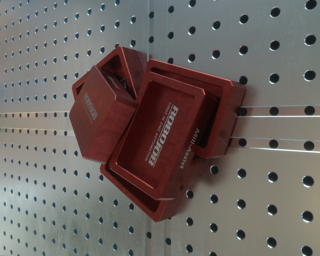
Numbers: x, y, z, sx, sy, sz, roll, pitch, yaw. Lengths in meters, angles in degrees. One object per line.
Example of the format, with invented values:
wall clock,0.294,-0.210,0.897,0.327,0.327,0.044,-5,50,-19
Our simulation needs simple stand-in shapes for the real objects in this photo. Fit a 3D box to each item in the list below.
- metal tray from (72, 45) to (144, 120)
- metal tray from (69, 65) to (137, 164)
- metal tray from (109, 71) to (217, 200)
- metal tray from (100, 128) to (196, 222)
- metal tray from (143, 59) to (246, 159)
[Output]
metal tray,-0.078,-0.052,0.472,0.130,0.030,0.090,-28,72,37
metal tray,-0.084,-0.023,0.423,0.090,0.030,0.130,-60,34,14
metal tray,0.000,0.007,0.366,0.090,0.030,0.129,26,94,37
metal tray,-0.023,0.053,0.426,0.130,0.030,0.089,33,110,35
metal tray,0.029,-0.027,0.382,0.130,0.030,0.089,25,105,38
